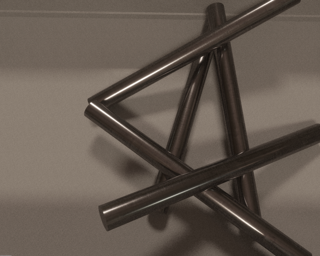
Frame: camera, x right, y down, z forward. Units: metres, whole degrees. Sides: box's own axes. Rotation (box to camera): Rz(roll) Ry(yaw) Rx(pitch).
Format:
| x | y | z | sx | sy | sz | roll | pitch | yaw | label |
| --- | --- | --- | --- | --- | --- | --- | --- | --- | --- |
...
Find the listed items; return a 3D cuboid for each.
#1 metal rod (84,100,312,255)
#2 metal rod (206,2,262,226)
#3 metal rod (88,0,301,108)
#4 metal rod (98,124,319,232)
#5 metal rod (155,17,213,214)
| x | y | z | sx | sy | sz | roll | pitch | yaw | label |
| --- | --- | --- | --- | --- | --- | --- | --- | --- | --- |
| 0.035 | 0.060 | 0.360 | 0.300 | 0.025 | 0.025 | 35 | 74 | 10 | metal rod |
| 0.094 | -0.028 | 0.407 | 0.025 | 0.025 | 0.299 | -5 | 75 | -2 | metal rod |
| 0.041 | -0.100 | 0.408 | 0.301 | 0.025 | 0.025 | -28 | 72 | 5 | metal rod |
| 0.080 | 0.045 | 0.350 | 0.302 | 0.025 | 0.025 | -16 | 70 | -24 | metal rod |
| 0.040 | -0.034 | 0.422 | 0.025 | 0.025 | 0.299 | 16 | 71 | 5 | metal rod |
